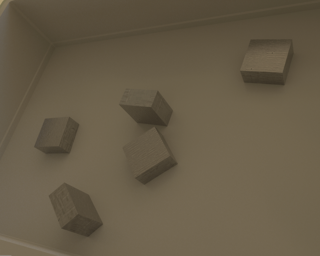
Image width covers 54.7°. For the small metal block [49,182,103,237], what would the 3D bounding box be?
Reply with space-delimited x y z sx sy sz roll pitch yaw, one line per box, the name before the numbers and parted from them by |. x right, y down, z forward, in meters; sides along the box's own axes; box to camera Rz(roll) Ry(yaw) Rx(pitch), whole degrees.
small metal block | -0.103 0.101 0.380 0.025 0.050 0.050 -41 51 1

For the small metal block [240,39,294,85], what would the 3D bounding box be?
small metal block | 0.134 -0.083 0.386 0.050 0.025 0.050 10 66 32

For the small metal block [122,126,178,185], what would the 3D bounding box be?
small metal block | -0.013 0.035 0.390 0.050 0.025 0.050 -33 52 6

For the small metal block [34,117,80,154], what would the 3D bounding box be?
small metal block | -0.159 0.012 0.480 0.050 0.025 0.050 -3 60 26

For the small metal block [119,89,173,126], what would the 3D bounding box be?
small metal block | -0.018 -0.027 0.414 0.050 0.050 0.025 7 65 31
